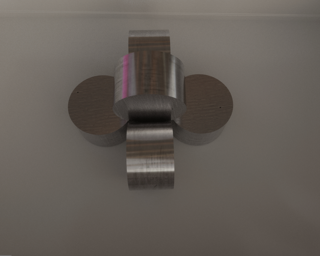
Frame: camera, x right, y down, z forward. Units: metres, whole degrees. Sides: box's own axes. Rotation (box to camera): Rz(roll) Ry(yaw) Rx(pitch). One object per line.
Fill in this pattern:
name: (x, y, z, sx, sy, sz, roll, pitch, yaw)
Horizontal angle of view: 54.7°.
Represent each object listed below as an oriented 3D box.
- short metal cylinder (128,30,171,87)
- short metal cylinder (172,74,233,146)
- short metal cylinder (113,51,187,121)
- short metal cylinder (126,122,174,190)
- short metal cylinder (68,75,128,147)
short metal cylinder: (-0.013, -0.088, 0.410, 0.050, 0.080, 0.080, -2, 70, -1)
short metal cylinder: (0.049, -0.022, 0.402, 0.081, 0.050, 0.080, 0, 70, 0)
short metal cylinder: (-0.012, -0.043, 0.347, 0.081, 0.080, 0.050, -1, 70, -1)
short metal cylinder: (-0.011, 0.033, 0.366, 0.050, 0.080, 0.080, -2, 70, -1)
short metal cylinder: (-0.072, -0.021, 0.401, 0.081, 0.050, 0.080, 0, 70, 0)
